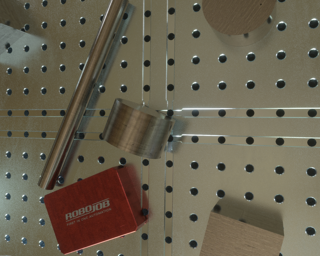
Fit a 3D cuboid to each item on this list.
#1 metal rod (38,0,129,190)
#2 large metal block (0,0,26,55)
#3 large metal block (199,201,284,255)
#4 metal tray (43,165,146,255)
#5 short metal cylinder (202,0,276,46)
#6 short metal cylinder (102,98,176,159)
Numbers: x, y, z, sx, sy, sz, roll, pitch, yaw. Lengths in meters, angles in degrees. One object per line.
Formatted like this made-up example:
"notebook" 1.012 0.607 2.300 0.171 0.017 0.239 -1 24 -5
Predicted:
"metal rod" -0.114 -0.047 0.452 0.025 0.025 0.298 27 99 18
"large metal block" -0.278 -0.169 0.497 0.080 0.050 0.080 -32 80 17
"large metal block" 0.094 0.143 0.366 0.080 0.050 0.080 15 95 19
"metal tray" -0.096 0.117 0.444 0.130 0.030 0.090 -24 82 18
"short metal cylinder" 0.095 -0.142 0.366 0.080 0.050 0.080 0 90 20
"short metal cylinder" -0.027 0.000 0.393 0.080 0.080 0.050 24 98 18
